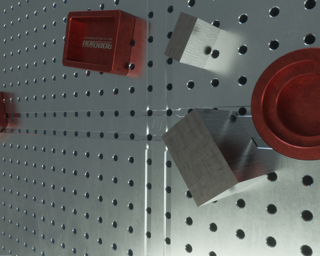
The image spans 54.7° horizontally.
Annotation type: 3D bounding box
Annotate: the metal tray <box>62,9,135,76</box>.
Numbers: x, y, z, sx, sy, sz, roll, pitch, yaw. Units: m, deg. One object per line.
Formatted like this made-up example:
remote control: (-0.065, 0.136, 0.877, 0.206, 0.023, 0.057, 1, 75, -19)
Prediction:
metal tray: (-0.101, -0.136, 0.489, 0.130, 0.030, 0.089, 16, 100, 39)

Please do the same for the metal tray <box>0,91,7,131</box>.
metal tray: (-0.421, -0.025, 0.754, 0.130, 0.030, 0.090, -26, 74, 37)

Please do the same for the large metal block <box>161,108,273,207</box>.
large metal block: (0.060, 0.028, 0.324, 0.050, 0.081, 0.080, -41, 65, 32)

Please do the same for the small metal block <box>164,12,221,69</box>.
small metal block: (0.038, -0.101, 0.361, 0.025, 0.050, 0.050, 36, 112, 34)

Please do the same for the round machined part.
round machined part: (0.139, -0.021, 0.284, 0.098, 0.042, 0.097, 0, 90, 40)
